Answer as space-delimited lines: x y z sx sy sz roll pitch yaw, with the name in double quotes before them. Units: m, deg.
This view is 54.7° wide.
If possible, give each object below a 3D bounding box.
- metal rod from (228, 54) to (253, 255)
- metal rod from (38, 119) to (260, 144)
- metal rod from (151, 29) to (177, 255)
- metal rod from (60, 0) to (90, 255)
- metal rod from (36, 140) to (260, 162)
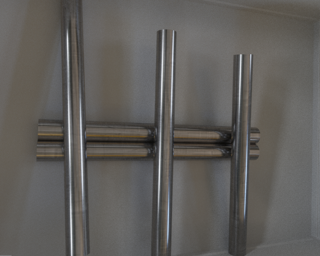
"metal rod" 0.110 0.052 0.428 0.025 0.025 0.298 -4 100 -20
"metal rod" 0.001 0.007 0.411 0.303 0.025 0.025 2 90 -21
"metal rod" 0.005 0.030 0.386 0.025 0.025 0.298 2 90 -20
"metal rod" -0.096 -0.014 0.348 0.025 0.025 0.298 -1 82 -20
"metal rod" -0.001 0.031 0.410 0.303 0.025 0.025 2 90 -21
